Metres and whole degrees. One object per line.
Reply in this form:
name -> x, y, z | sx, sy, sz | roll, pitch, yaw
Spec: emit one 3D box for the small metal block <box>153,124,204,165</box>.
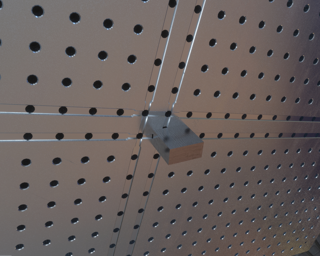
small metal block -> 0.024, 0.021, 0.423 | 0.050, 0.050, 0.025 | -10, 123, -23
